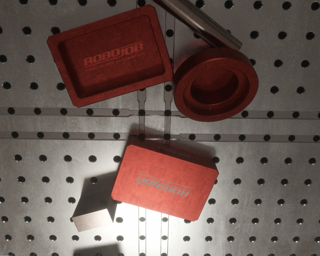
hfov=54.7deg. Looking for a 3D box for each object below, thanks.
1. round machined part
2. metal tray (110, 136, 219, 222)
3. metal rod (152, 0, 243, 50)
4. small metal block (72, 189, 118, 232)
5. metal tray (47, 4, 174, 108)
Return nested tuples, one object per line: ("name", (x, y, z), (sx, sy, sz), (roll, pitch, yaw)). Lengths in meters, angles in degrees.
("round machined part", (0.063, -0.055, 0.371), (0.099, 0.042, 0.097), (-4, 138, -4))
("metal tray", (0.005, 0.073, 0.438), (0.131, 0.030, 0.089), (17, 109, -7))
("metal rod", (-0.030, -0.176, 0.347), (0.301, 0.025, 0.025), (34, 106, -12))
("small metal block", (-0.091, 0.117, 0.442), (0.050, 0.050, 0.025), (-16, 110, 5))
("metal tray", (-0.057, -0.086, 0.378), (0.131, 0.030, 0.089), (-16, 110, 5))
